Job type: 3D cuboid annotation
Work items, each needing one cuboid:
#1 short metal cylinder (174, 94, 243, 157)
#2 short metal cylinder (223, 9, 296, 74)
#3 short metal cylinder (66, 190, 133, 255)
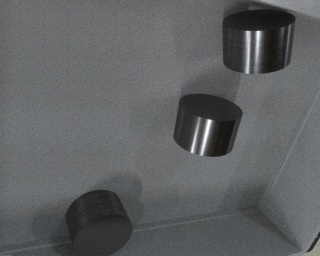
[{"bbox_3d":[0.061,-0.006,0.403,0.081,0.080,0.050,-6,121,-26],"label":"short metal cylinder"},{"bbox_3d":[0.116,-0.105,0.371,0.081,0.080,0.050,-20,126,-16],"label":"short metal cylinder"},{"bbox_3d":[-0.084,0.133,0.429,0.081,0.050,0.079,-14,124,-21],"label":"short metal cylinder"}]
